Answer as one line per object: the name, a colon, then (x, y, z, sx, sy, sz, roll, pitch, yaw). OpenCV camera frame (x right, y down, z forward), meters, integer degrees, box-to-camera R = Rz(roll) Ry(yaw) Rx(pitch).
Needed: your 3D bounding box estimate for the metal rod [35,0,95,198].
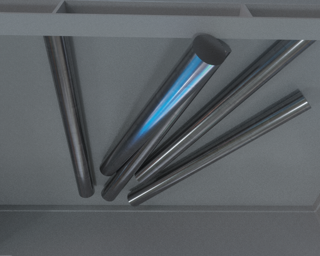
metal rod: (-0.112, -0.012, 0.397, 0.025, 0.025, 0.298, 1, 130, -1)

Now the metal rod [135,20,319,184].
metal rod: (0.065, -0.015, 0.397, 0.025, 0.025, 0.299, 31, 123, -24)

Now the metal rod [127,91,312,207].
metal rod: (0.068, 0.041, 0.445, 0.299, 0.025, 0.025, -34, 123, 25)

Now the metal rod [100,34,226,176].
metal rod: (-0.022, 0.004, 0.335, 0.025, 0.025, 0.299, 18, 152, -15)

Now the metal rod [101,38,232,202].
metal rod: (-0.008, 0.009, 0.416, 0.025, 0.025, 0.298, 24, 126, -19)
